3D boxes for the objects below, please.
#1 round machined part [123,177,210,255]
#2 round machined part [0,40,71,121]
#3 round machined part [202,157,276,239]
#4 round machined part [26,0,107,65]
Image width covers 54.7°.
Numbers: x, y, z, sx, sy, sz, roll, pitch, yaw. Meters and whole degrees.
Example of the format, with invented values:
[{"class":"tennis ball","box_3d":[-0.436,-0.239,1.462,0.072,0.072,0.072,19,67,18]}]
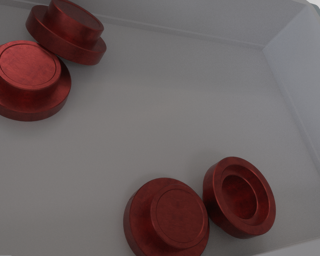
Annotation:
[{"class":"round machined part","box_3d":[0.013,0.100,0.340,0.099,0.042,0.098,13,56,-21]},{"class":"round machined part","box_3d":[-0.150,-0.060,0.350,0.099,0.042,0.098,14,56,-21]},{"class":"round machined part","box_3d":[0.093,0.088,0.386,0.099,0.042,0.098,18,52,-24]},{"class":"round machined part","box_3d":[-0.110,-0.125,0.387,0.098,0.042,0.098,30,25,-16]}]
